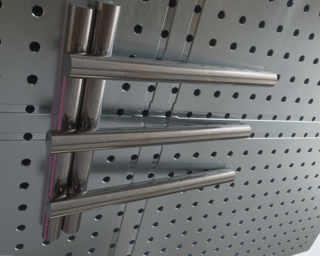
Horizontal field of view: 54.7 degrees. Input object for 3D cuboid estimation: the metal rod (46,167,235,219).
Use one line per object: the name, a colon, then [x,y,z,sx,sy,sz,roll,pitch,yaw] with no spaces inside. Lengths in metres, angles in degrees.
metal rod: [-0.005,0.086,0.445,0.303,0.025,0.025,-3,120,-34]

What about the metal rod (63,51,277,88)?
metal rod: [0.038,-0.066,0.374,0.303,0.025,0.025,-3,120,-34]

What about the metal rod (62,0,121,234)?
metal rod: [-0.087,0.007,0.368,0.025,0.025,0.298,1,118,-29]

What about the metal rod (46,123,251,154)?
metal rod: [0.010,0.009,0.404,0.303,0.025,0.025,-2,120,-35]

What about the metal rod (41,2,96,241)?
metal rod: [-0.111,0.013,0.359,0.025,0.025,0.298,1,118,-29]
